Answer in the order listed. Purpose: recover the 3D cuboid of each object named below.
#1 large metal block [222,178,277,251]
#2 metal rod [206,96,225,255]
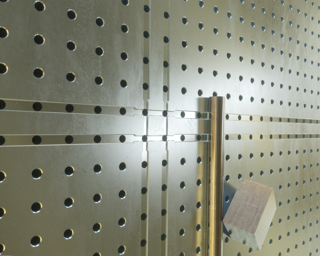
[{"bbox_3d":[0.149,0.141,0.506,0.080,0.050,0.080,-57,143,-24],"label":"large metal block"},{"bbox_3d":[0.087,0.100,0.484,0.025,0.025,0.298,2,89,-40],"label":"metal rod"}]
